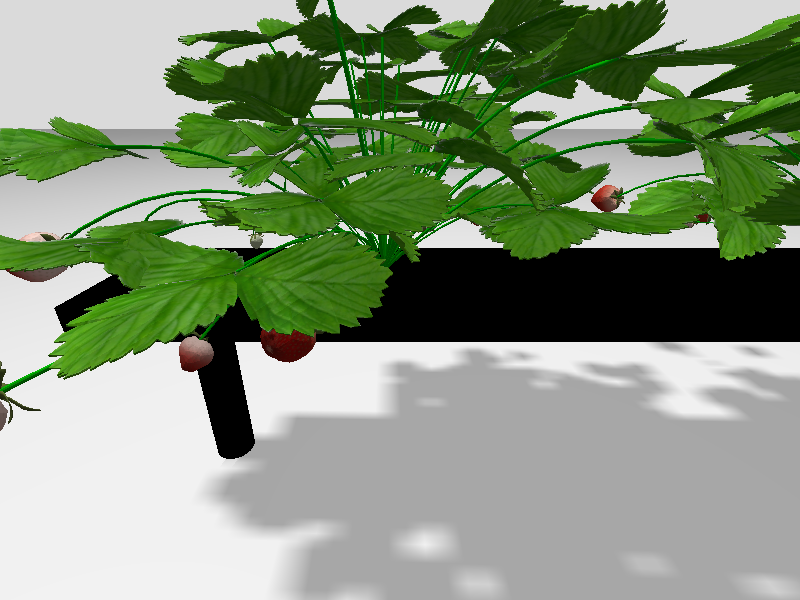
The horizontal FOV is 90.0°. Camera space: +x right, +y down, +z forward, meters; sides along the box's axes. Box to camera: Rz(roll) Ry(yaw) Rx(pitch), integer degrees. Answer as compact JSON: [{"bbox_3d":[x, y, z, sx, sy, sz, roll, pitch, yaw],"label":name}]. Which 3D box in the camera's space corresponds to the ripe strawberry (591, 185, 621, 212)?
[{"bbox_3d":[0.306,-0.151,0.596,0.037,0.039,0.041,-12,16,-24],"label":"ripe strawberry"}]

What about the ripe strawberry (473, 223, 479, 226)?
[{"bbox_3d":[0.104,-0.110,0.518,0.024,0.027,0.026,17,29,32],"label":"ripe strawberry"}]

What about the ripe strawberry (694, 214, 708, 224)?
[{"bbox_3d":[0.389,-0.116,0.524,0.037,0.032,0.037,-6,25,-13],"label":"ripe strawberry"}]

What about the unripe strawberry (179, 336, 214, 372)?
[{"bbox_3d":[-0.117,0.031,0.227,0.019,0.019,0.017,15,-14,30],"label":"unripe strawberry"}]

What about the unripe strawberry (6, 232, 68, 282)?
[{"bbox_3d":[-0.311,-0.035,0.342,0.046,0.039,0.045,-22,25,5],"label":"unripe strawberry"}]

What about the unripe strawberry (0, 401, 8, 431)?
[{"bbox_3d":[-0.192,0.047,0.169,0.033,0.038,0.036,19,32,35],"label":"unripe strawberry"}]

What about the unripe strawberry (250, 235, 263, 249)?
[{"bbox_3d":[-0.152,-0.061,0.423,0.012,0.015,0.015,10,27,21],"label":"unripe strawberry"}]

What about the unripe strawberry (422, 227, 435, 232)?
[{"bbox_3d":[0.035,-0.096,0.496,0.022,0.023,0.023,8,26,18],"label":"unripe strawberry"}]

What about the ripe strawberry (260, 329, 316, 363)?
[{"bbox_3d":[-0.066,0.020,0.230,0.030,0.034,0.033,8,27,17],"label":"ripe strawberry"}]

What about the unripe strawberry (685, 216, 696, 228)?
[{"bbox_3d":[0.365,-0.101,0.509,0.016,0.019,0.018,-11,27,-22],"label":"unripe strawberry"}]
